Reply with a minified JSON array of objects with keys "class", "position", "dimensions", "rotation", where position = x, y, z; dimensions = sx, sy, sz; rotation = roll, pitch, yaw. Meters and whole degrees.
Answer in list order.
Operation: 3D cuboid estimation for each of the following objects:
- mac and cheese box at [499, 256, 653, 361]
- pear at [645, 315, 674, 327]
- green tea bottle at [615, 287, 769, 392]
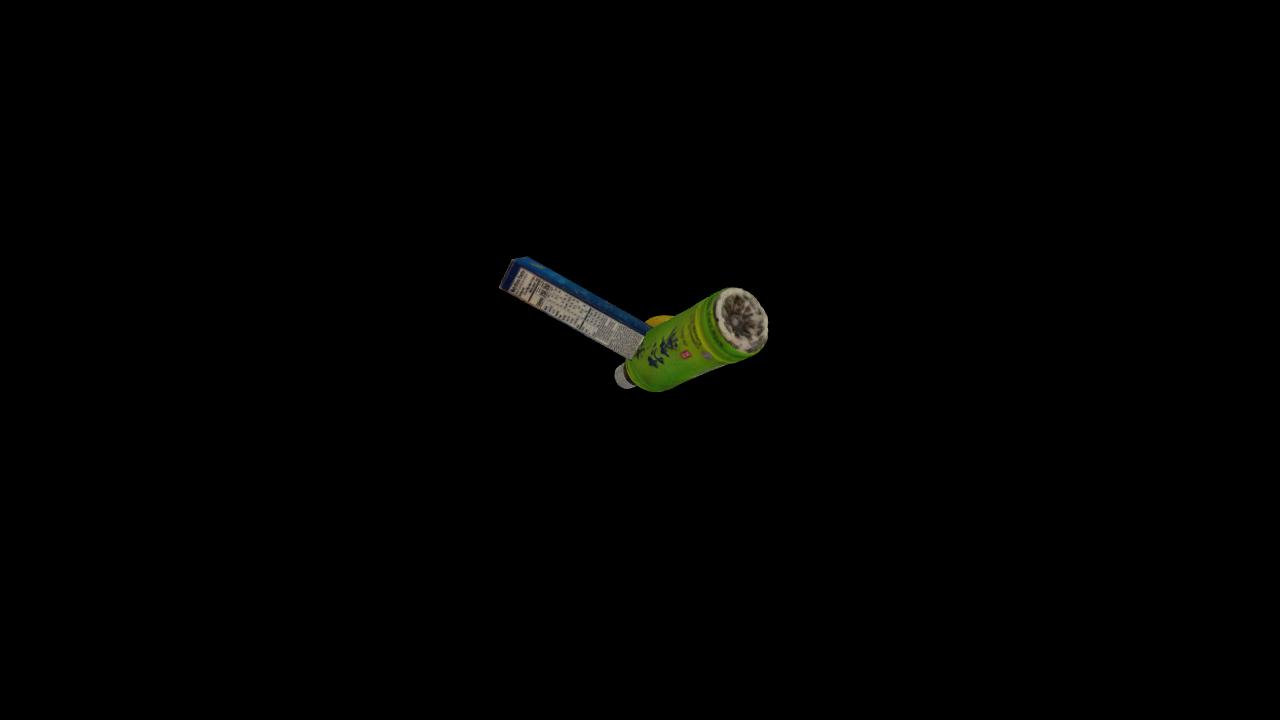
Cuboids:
[{"class":"mac and cheese box","position":[-0.060,-0.054,0.690],"dimensions":[0.184,0.041,0.093],"rotation":[29,11,-6]},{"class":"pear","position":[0.040,-0.018,0.766],"dimensions":[0.080,0.080,0.111],"rotation":[0,2,18]},{"class":"green tea bottle","position":[0.039,-0.008,0.647],"dimensions":[0.073,0.073,0.212],"rotation":[0,-18,-34]}]
